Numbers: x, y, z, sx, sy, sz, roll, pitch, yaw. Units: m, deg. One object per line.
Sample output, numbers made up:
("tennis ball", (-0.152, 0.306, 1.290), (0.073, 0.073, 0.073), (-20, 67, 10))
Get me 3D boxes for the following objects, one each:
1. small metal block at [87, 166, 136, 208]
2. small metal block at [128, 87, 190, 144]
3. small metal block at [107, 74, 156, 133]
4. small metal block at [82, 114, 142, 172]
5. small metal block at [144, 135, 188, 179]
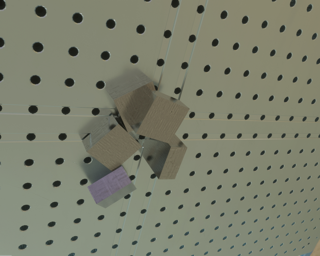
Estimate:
("small metal block", (-0.062, 0.080, 0.411), (0.050, 0.025, 0.050), (-31, 161, -8))
("small metal block", (-0.001, -0.014, 0.369), (0.050, 0.025, 0.050), (19, 108, -36))
("small metal block", (-0.029, -0.030, 0.376), (0.050, 0.025, 0.050), (-28, 128, -11))
("small metal block", (-0.060, 0.020, 0.390), (0.050, 0.025, 0.050), (-42, 129, 0))
("small metal block", (0.006, 0.034, 0.419), (0.025, 0.050, 0.050), (5, 116, -31))
